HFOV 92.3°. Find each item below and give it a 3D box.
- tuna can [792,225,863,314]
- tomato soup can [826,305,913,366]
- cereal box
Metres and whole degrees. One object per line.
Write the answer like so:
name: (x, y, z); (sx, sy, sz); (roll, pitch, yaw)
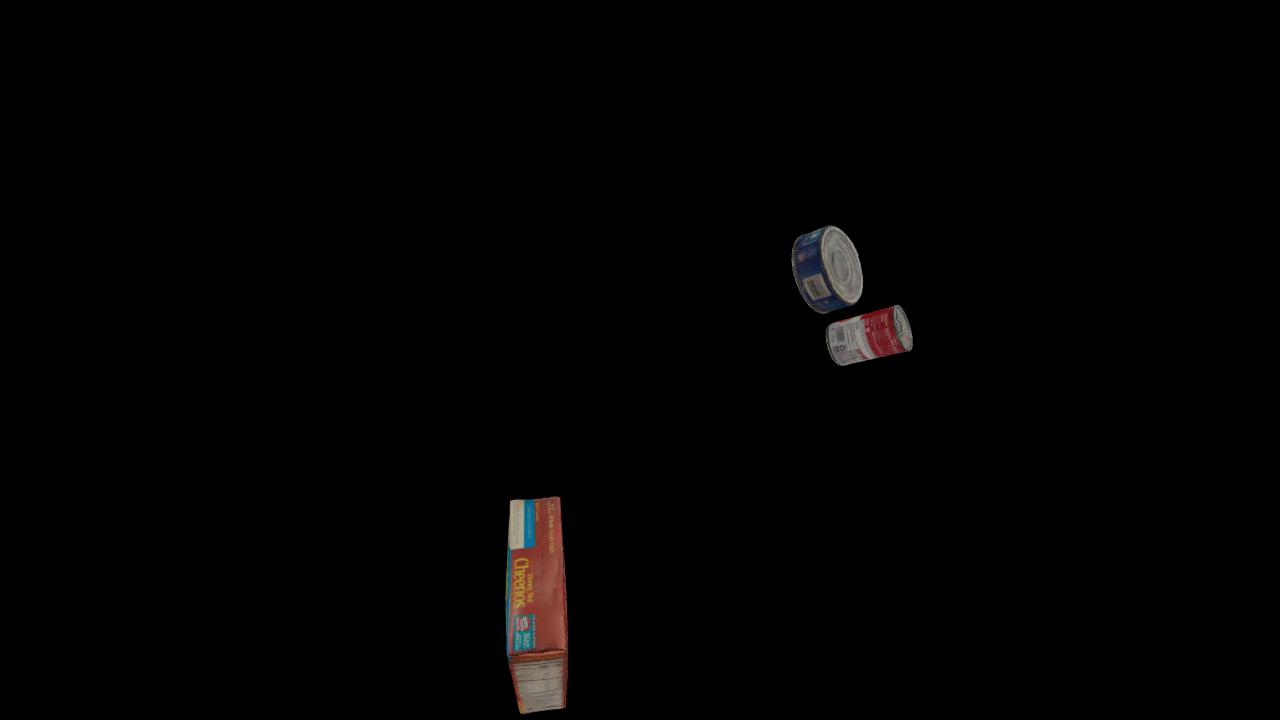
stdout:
tuna can: (0.189, -0.091, 0.617); (0.084, 0.084, 0.034); (0, -12, -44)
tomato soup can: (0.329, -0.033, 0.885); (0.101, 0.068, 0.068); (-17, -11, 38)
cereal box: (-0.145, 0.358, 0.881); (0.081, 0.203, 0.306); (-2, -40, -8)
